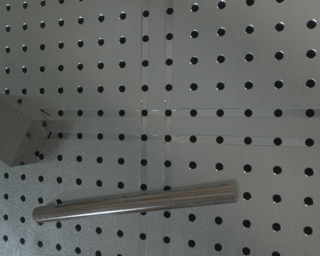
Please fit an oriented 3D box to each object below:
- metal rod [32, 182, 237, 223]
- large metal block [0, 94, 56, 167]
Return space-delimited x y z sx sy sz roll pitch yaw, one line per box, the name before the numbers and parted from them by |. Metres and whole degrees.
metal rod | -0.048 0.106 0.428 0.301 0.025 0.025 -11 86 19
large metal block | -0.222 0.002 0.476 0.080 0.050 0.080 32 100 17
